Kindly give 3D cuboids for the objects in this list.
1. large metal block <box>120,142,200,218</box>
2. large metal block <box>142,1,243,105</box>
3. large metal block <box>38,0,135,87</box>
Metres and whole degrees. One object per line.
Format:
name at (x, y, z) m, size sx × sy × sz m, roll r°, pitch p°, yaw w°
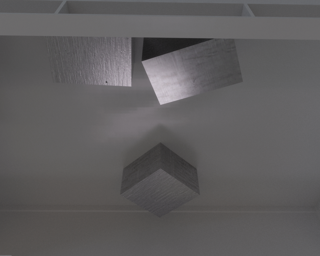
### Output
large metal block at (0.000, 0.079, 0.460) m, size 0.080 × 0.050 × 0.080 m, roll -37°, pitch 121°, yaw 27°
large metal block at (0.030, -0.076, 0.308) m, size 0.080 × 0.080 × 0.050 m, roll -15°, pitch 129°, yaw 12°
large metal block at (-0.068, -0.091, 0.314) m, size 0.081 × 0.050 × 0.079 m, roll 3°, pitch 130°, yaw -3°
